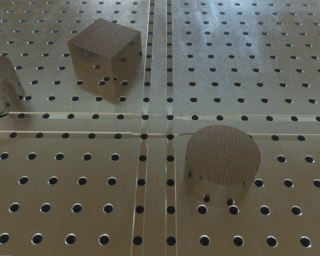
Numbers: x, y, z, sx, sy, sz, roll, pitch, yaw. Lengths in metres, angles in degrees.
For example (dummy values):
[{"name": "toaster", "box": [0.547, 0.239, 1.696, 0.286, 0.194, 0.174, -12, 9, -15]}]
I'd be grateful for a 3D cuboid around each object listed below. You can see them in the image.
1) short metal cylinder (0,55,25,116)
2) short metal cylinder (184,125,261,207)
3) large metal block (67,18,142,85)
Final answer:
[{"name": "short metal cylinder", "box": [-0.243, -0.061, 0.440, 0.081, 0.050, 0.080, 0, 50, 0]}, {"name": "short metal cylinder", "box": [0.069, 0.043, 0.356, 0.081, 0.050, 0.080, 0, 50, 0]}, {"name": "large metal block", "box": [-0.085, -0.124, 0.495, 0.080, 0.050, 0.080, 24, 54, 18]}]
